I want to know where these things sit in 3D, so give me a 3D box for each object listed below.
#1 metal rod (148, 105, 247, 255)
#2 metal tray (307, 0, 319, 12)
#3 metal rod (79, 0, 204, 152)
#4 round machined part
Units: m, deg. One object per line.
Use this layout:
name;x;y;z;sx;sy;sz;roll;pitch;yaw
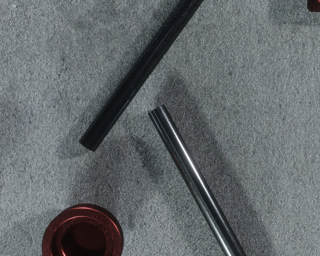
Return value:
metal rod;0.066;0.106;0.410;0.025;0.025;0.299;-29;90;0
metal tray;0.268;-0.202;0.411;0.131;0.030;0.089;2;90;-1
metal rod;-0.009;-0.097;0.409;0.025;0.025;0.299;36;90;-1
round machined part;-0.096;0.146;0.400;0.099;0.042;0.097;0;90;-1
